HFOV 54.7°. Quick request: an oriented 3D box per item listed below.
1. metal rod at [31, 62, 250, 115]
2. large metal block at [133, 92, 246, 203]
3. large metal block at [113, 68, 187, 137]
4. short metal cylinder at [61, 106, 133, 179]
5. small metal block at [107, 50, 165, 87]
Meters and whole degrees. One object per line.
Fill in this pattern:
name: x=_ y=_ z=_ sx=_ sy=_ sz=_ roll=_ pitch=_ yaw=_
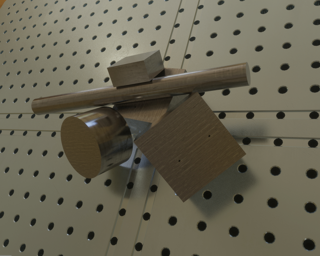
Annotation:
metal rod: x=-0.043 y=-0.044 z=0.389 sx=0.300 sy=0.025 sz=0.025 roll=-5 pitch=59 yaw=25
large metal block: x=0.030 y=0.018 z=0.334 sx=0.080 sy=0.050 sz=0.080 roll=-39 pitch=95 yaw=2
large metal block: x=-0.007 y=-0.033 z=0.411 sx=0.080 sy=0.050 sz=0.080 roll=12 pitch=67 yaw=33
short metal cylinder: x=-0.081 y=0.017 z=0.392 sx=0.080 sy=0.079 sz=0.050 roll=21 pitch=30 yaw=36
small metal block: x=-0.029 y=-0.074 z=0.385 sx=0.050 sy=0.025 sz=0.050 roll=-6 pitch=24 yaw=25
